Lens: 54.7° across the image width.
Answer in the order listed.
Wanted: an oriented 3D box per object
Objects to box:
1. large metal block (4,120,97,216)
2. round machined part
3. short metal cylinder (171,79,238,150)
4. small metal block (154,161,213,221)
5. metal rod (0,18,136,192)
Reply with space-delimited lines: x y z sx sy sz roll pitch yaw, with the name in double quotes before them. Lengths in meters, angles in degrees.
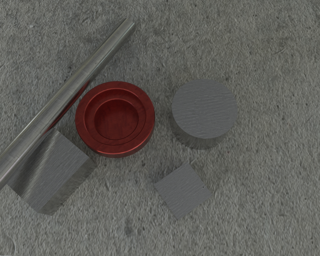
"large metal block" -0.138 0.047 0.376 0.080 0.050 0.080 38 74 12
"round machined part" -0.056 -0.008 0.401 0.099 0.042 0.098 0 70 -1
"short metal cylinder" 0.055 -0.017 0.402 0.081 0.050 0.080 0 70 0
"small metal block" 0.027 0.078 0.380 0.050 0.025 0.050 -33 74 -12
"metal rod" -0.111 -0.045 0.383 0.025 0.025 0.301 25 56 8
